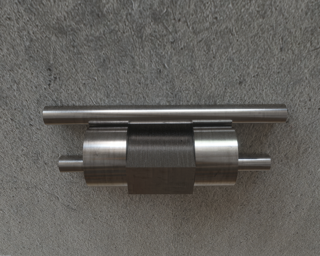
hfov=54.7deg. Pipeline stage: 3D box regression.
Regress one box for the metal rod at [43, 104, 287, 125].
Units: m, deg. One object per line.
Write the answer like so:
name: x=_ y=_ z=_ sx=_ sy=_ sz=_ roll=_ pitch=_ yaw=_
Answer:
metal rod: x=0.007 y=-0.017 z=0.394 sx=0.302 sy=0.025 sz=0.025 roll=0 pitch=130 yaw=0

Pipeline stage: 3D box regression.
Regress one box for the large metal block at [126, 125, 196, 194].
large metal block: x=0.001 y=0.038 z=0.402 sx=0.081 sy=0.080 sz=0.050 roll=0 pitch=130 yaw=0

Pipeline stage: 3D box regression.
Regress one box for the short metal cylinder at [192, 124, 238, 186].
short metal cylinder: x=0.067 y=0.035 z=0.402 sx=0.050 sy=0.080 sz=0.079 roll=-1 pitch=130 yaw=0

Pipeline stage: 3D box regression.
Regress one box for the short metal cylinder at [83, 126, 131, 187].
short metal cylinder: x=-0.065 y=0.036 z=0.402 sx=0.050 sy=0.080 sz=0.079 roll=-1 pitch=130 yaw=0

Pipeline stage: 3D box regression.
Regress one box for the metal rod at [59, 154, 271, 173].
metal rod: x=0.007 y=0.051 z=0.453 sx=0.302 sy=0.025 sz=0.025 roll=0 pitch=130 yaw=0
